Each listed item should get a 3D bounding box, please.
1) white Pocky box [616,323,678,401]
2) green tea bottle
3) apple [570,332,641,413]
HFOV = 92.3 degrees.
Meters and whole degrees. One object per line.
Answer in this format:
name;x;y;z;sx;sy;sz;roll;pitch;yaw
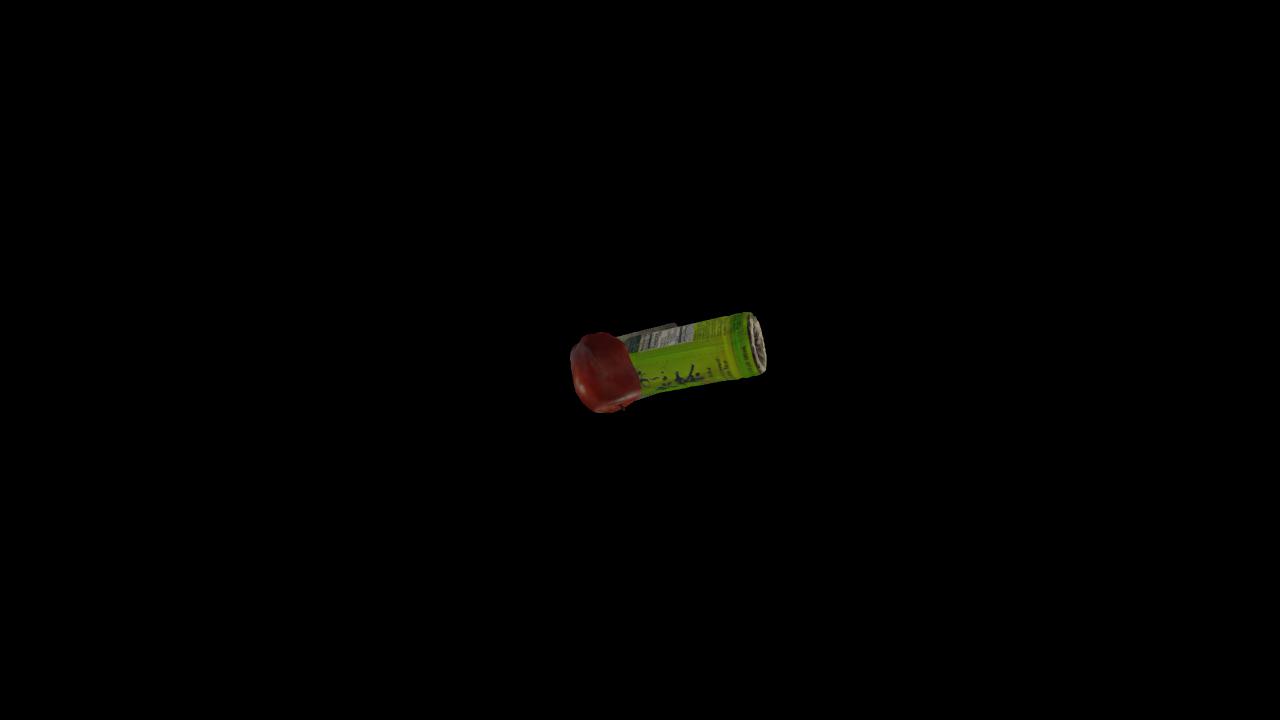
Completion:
white Pocky box;0.003;0.004;0.743;0.154;0.084;0.028;-16;-33;-34
green tea bottle;0.029;0.000;0.680;0.212;0.073;0.073;-10;-4;23
apple;-0.037;0.016;0.683;0.079;0.093;0.079;-25;-14;-6
